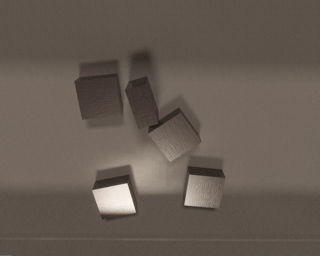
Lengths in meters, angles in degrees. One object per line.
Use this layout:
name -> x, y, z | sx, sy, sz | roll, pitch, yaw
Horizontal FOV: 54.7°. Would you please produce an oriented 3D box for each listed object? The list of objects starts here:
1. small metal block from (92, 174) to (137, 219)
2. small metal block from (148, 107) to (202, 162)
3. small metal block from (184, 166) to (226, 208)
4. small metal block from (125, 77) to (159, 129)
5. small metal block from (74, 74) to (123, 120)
small metal block -> -0.064, 0.099, 0.447 | 0.050, 0.025, 0.050 | -12, 110, 4
small metal block -> 0.020, 0.009, 0.415 | 0.050, 0.025, 0.050 | -33, 107, 11
small metal block -> 0.062, 0.085, 0.444 | 0.050, 0.025, 0.050 | 6, 110, -3
small metal block -> -0.021, -0.033, 0.386 | 0.025, 0.050, 0.050 | -16, 110, 5
small metal block -> -0.076, -0.040, 0.395 | 0.050, 0.025, 0.050 | -6, 110, 1
